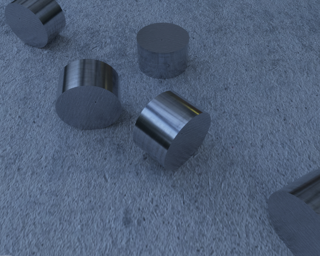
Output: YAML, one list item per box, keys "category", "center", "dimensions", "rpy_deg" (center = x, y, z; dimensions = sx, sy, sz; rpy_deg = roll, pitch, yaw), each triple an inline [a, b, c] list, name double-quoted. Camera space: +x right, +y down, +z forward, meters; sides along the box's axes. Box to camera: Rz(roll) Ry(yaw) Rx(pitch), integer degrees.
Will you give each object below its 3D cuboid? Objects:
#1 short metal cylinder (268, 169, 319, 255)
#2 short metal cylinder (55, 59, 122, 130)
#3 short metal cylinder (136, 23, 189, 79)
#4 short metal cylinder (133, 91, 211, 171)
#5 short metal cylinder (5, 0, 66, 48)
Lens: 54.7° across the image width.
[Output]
- category: "short metal cylinder"
  center: [0.151, 0.086, 0.296]
  dimensions: [0.050, 0.080, 0.080]
  rpy_deg: [-23, 54, -18]
- category: "short metal cylinder"
  center: [-0.091, -0.042, 0.402]
  dimensions: [0.081, 0.080, 0.050]
  rpy_deg: [-6, 51, -5]
- category: "short metal cylinder"
  center: [0.004, -0.123, 0.490]
  dimensions: [0.080, 0.050, 0.080]
  rpy_deg: [0, 50, 0]
- category: "short metal cylinder"
  center: [0.015, 0.003, 0.365]
  dimensions: [0.050, 0.080, 0.080]
  rpy_deg: [37, 59, 27]
- category: "short metal cylinder"
  center: [-0.208, -0.183, 0.520]
  dimensions: [0.080, 0.080, 0.050]
  rpy_deg: [19, 53, 15]
